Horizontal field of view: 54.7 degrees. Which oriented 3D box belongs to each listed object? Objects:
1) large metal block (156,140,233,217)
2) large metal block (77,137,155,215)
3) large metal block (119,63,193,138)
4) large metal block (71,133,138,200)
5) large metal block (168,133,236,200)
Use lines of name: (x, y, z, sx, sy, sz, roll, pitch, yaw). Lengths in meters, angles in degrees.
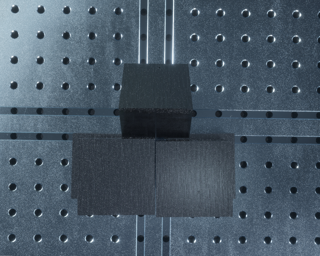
large metal block: (0.036, 0.053, 0.349, 0.081, 0.050, 0.079, 0, 90, -1)
large metal block: (-0.046, 0.051, 0.347, 0.081, 0.050, 0.079, 0, 90, -1)
large metal block: (-0.005, -0.035, 0.380, 0.081, 0.050, 0.080, 0, 48, -1)
large metal block: (-0.067, 0.047, 0.401, 0.081, 0.050, 0.079, 2, 90, -1)
large metal block: (0.051, 0.047, 0.401, 0.081, 0.050, 0.079, -1, 90, -1)
